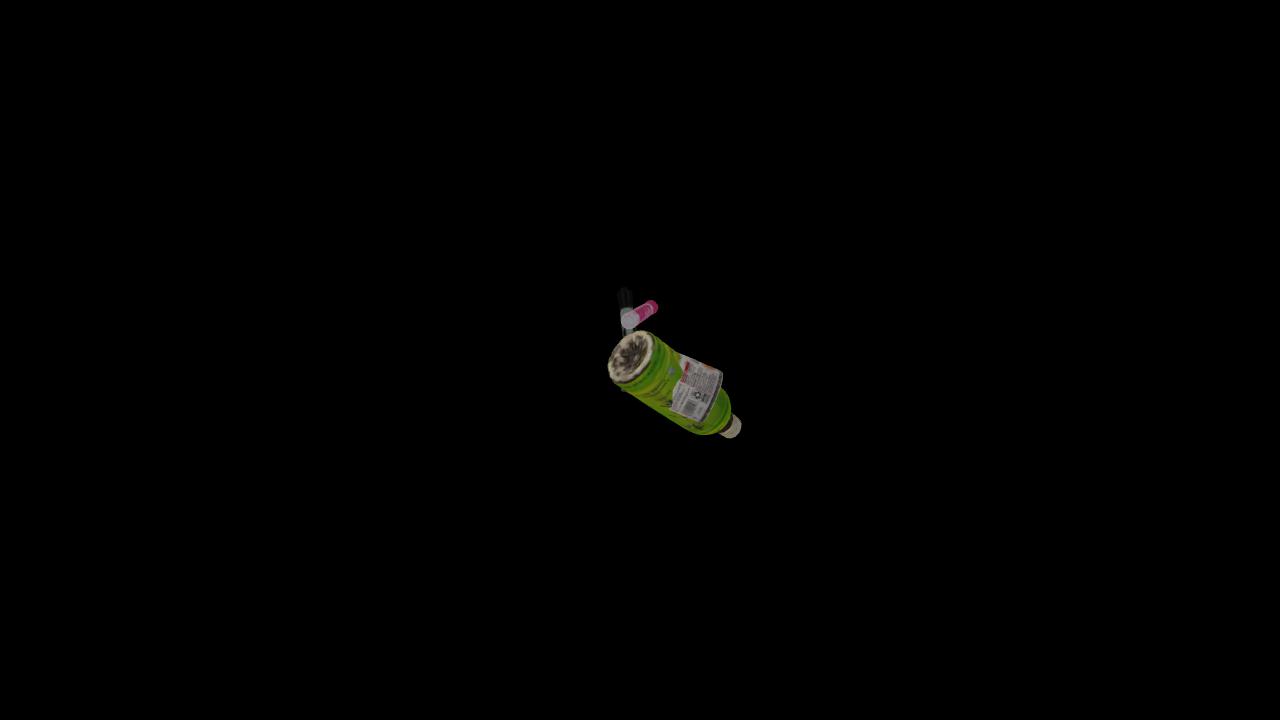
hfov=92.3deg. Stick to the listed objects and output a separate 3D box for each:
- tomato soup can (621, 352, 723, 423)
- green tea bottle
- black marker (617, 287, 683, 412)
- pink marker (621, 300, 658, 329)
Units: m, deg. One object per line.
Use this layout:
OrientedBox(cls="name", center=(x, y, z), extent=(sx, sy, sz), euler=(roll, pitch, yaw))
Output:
OrientedBox(cls="tomato soup can", center=(0.037, 0.023, 0.710), extent=(0.101, 0.068, 0.068), euler=(22, -1, -2))
OrientedBox(cls="green tea bottle", center=(0.053, 0.041, 0.735), extent=(0.073, 0.073, 0.212), euler=(0, -25, 43))
OrientedBox(cls="black marker", center=(-0.012, -0.030, 0.726), extent=(0.020, 0.121, 0.020), euler=(-7, -18, -2))
OrientedBox(cls="pink marker", center=(0.002, -0.056, 0.732), extent=(0.020, 0.020, 0.121), euler=(0, 12, 14))
